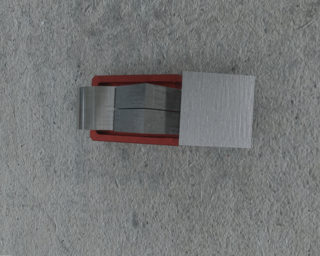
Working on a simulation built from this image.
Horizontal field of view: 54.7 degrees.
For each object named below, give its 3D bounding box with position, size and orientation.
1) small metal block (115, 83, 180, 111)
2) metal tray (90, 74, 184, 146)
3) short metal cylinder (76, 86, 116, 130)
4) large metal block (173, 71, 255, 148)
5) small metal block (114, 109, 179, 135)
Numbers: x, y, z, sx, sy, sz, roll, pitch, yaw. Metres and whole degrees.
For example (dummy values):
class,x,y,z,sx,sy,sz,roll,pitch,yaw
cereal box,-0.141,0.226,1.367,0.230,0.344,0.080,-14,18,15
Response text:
class,x,y,z,sx,sy,sz,roll,pitch,yaw
small metal block,-0.014,-0.033,0.346,0.050,0.050,0.025,3,90,46
metal tray,-0.029,-0.025,0.417,0.130,0.030,0.089,2,91,19
short metal cylinder,-0.063,-0.023,0.390,0.080,0.080,0.050,1,91,20
large metal block,0.060,-0.020,0.360,0.081,0.050,0.079,3,91,-6
small metal block,-0.015,-0.007,0.346,0.050,0.050,0.025,3,90,46
